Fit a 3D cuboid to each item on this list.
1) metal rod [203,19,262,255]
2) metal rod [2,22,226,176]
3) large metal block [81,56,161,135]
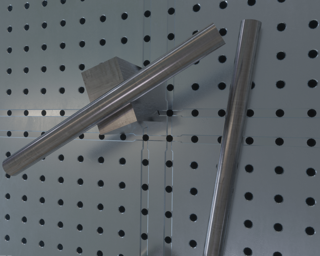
[{"bbox_3d":[0.088,0.020,0.381,0.025,0.025,0.298,10,93,19],"label":"metal rod"},{"bbox_3d":[-0.065,-0.022,0.350,0.300,0.025,0.025,-30,80,17],"label":"metal rod"},{"bbox_3d":[-0.047,-0.038,0.400,0.050,0.080,0.080,-20,83,19],"label":"large metal block"}]
